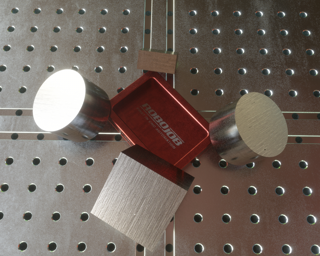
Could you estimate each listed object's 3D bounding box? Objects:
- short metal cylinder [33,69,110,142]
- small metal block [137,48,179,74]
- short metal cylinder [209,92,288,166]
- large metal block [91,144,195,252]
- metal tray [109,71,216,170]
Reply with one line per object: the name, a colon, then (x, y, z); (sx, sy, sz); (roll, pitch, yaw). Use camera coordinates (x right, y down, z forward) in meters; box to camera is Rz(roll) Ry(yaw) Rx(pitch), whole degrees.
short metal cylinder: (-0.111, -0.027, 0.391); (0.080, 0.050, 0.080); (-9, 69, 24)
small metal block: (-0.002, -0.094, 0.430); (0.050, 0.050, 0.025); (8, 108, 3)
short metal cylinder: (0.108, 0.002, 0.382); (0.081, 0.050, 0.080); (10, 68, -25)
large metal block: (-0.018, 0.076, 0.352); (0.080, 0.050, 0.080); (29, 103, 10)
metal tray: (0.000, -0.005, 0.410); (0.090, 0.030, 0.130); (-40, 75, -13)
